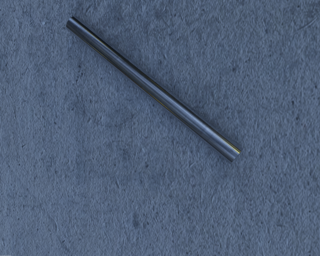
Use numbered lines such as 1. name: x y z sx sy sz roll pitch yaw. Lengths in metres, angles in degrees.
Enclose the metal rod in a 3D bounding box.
1. metal rod: -0.017 -0.059 0.415 0.300 0.025 0.025 40 103 15
